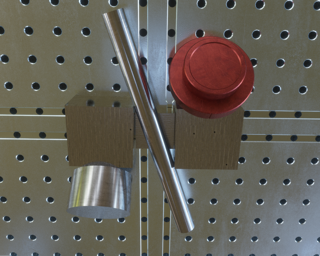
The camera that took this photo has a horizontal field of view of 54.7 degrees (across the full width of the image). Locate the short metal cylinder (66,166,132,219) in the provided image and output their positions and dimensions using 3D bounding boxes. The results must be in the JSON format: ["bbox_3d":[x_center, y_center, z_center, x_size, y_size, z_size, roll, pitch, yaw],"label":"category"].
[{"bbox_3d":[-0.078,0.087,0.408,0.080,0.050,0.080,1,153,1],"label":"short metal cylinder"}]

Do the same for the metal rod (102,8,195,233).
[{"bbox_3d":[-0.008,0.006,0.388,0.025,0.025,0.298,-16,110,6],"label":"metal rod"}]

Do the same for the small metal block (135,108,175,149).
[{"bbox_3d":[-0.006,0.000,0.414,0.050,0.025,0.050,1,110,-1],"label":"small metal block"}]

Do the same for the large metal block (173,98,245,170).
[{"bbox_3d":[0.059,0.007,0.404,0.081,0.050,0.079,1,110,-1],"label":"large metal block"}]

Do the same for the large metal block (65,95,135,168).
[{"bbox_3d":[-0.073,0.003,0.401,0.081,0.050,0.079,2,110,-1],"label":"large metal block"}]

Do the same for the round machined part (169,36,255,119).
[{"bbox_3d":[0.060,-0.063,0.355,0.099,0.042,0.098,0,75,-1],"label":"round machined part"}]
